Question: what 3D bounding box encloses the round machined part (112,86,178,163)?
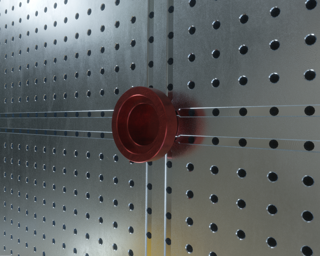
[{"bbox_3d":[-0.016,-0.004,0.412,0.098,0.042,0.097,0,90,40],"label":"round machined part"}]
